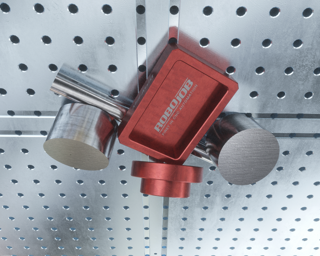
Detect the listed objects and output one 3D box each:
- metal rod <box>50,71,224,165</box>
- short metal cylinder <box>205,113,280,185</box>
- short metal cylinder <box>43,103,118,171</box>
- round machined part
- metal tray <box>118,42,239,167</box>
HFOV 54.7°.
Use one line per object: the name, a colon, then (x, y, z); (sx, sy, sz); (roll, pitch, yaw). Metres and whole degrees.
metal rod: (0.004, 0.005, 0.415); (0.302, 0.025, 0.025); (25, 126, -20)
short metal cylinder: (0.105, 0.027, 0.403); (0.081, 0.050, 0.079); (-4, 114, -10)
short metal cylinder: (-0.097, 0.013, 0.390); (0.080, 0.050, 0.080); (8, 147, 5)
round machined part: (0.009, 0.071, 0.425); (0.099, 0.042, 0.098); (6, 173, 1)
metal tray: (0.019, -0.023, 0.370); (0.090, 0.030, 0.129); (25, 112, -20)
